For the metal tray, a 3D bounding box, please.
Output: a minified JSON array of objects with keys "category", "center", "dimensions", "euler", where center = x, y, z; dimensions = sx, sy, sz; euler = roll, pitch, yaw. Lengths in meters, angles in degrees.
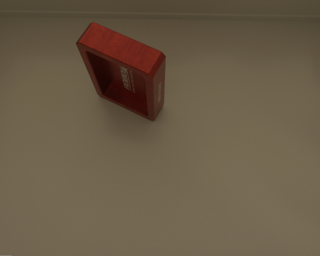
[{"category":"metal tray","center":[-0.041,-0.061,0.376],"dimensions":[0.090,0.130,0.030],"euler":[25,72,8]}]
